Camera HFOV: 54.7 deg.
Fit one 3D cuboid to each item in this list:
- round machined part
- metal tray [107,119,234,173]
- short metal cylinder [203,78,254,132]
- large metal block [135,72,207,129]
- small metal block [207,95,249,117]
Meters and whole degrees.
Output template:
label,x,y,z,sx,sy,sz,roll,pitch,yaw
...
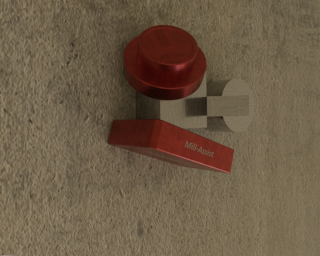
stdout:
label,x,y,z,sx,sy,sz,roll,pitch,yaw
round machined part,0.007,-0.083,0.363,0.098,0.098,0.042,-44,161,-31
metal tray,0.015,0.023,0.376,0.131,0.090,0.030,21,77,-38
short metal cylinder,0.099,-0.033,0.474,0.081,0.050,0.080,0,90,-40
large metal block,0.015,-0.039,0.403,0.081,0.050,0.079,-2,92,-40
small metal block,0.087,-0.029,0.403,0.050,0.050,0.025,-30,119,-80
